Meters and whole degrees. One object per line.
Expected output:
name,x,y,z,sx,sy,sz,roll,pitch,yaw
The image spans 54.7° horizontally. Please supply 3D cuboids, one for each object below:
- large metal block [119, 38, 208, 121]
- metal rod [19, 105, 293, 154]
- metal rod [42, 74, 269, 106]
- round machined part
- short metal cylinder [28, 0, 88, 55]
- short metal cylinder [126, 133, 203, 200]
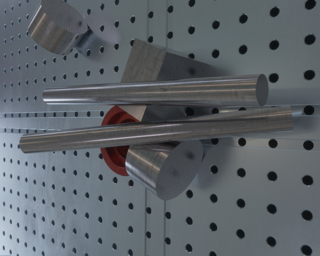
large metal block,0.002,-0.054,0.372,0.050,0.081,0.079,34,111,35
metal rod,-0.020,0.005,0.334,0.301,0.025,0.025,-6,86,18
metal rod,-0.036,-0.037,0.334,0.300,0.025,0.025,4,93,40
round machined part,-0.036,0.015,0.428,0.098,0.042,0.097,0,90,40
short metal cylinder,-0.169,-0.168,0.513,0.050,0.081,0.080,-41,65,32
short metal cylinder,0.006,0.038,0.368,0.050,0.081,0.079,29,108,36
